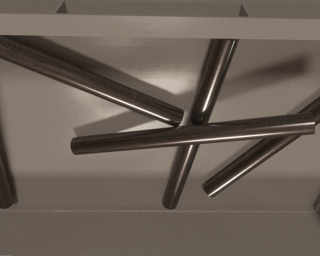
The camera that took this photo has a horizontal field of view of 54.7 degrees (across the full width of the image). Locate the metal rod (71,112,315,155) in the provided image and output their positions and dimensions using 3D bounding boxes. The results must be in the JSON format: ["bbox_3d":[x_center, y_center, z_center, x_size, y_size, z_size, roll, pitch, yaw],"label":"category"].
[{"bbox_3d":[0.027,0.010,0.388,0.301,0.025,0.025,-6,131,16],"label":"metal rod"}]

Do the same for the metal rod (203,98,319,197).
[{"bbox_3d":[0.171,0.009,0.419,0.025,0.025,0.299,31,124,-24],"label":"metal rod"}]

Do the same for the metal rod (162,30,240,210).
[{"bbox_3d":[0.044,0.014,0.421,0.025,0.025,0.298,8,130,-7],"label":"metal rod"}]

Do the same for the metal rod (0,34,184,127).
[{"bbox_3d":[-0.110,-0.064,0.352,0.302,0.025,0.025,21,127,-18],"label":"metal rod"}]

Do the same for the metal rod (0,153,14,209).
[{"bbox_3d":[-0.228,0.019,0.404,0.025,0.025,0.298,8,135,-7],"label":"metal rod"}]
